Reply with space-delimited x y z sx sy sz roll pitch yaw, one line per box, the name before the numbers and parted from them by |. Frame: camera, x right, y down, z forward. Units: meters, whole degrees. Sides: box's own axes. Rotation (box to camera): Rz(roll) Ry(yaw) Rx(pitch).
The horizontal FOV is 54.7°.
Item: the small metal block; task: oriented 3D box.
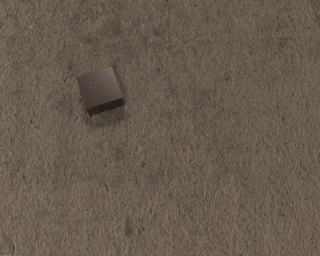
small metal block | -0.081 -0.050 0.426 0.050 0.025 0.050 -19 71 -7
